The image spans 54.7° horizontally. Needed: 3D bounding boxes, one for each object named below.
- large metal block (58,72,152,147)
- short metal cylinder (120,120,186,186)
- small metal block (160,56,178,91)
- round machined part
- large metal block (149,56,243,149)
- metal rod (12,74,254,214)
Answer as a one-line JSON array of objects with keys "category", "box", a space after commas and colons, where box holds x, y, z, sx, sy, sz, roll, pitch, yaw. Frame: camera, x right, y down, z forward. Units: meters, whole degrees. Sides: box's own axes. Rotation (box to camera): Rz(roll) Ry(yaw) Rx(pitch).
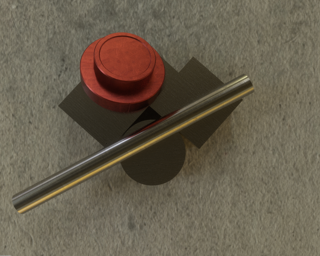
[{"category": "large metal block", "box": [-0.066, -0.029, 0.397, 0.080, 0.050, 0.080, 42, 90, -1]}, {"category": "short metal cylinder", "box": [-0.009, 0.029, 0.398, 0.081, 0.050, 0.079, 0, 90, -1]}, {"category": "small metal block", "box": [-0.011, -0.069, 0.410, 0.050, 0.025, 0.050, 43, 90, -1]}, {"category": "round machined part", "box": [-0.042, -0.071, 0.358, 0.099, 0.042, 0.098, 5, 64, -10]}, {"category": "large metal block", "box": [0.044, -0.031, 0.399, 0.080, 0.050, 0.080, 41, 90, -1]}, {"category": "metal rod", "box": [-0.030, 0.018, 0.361, 0.301, 0.025, 0.025, -28, 90, 0]}]
